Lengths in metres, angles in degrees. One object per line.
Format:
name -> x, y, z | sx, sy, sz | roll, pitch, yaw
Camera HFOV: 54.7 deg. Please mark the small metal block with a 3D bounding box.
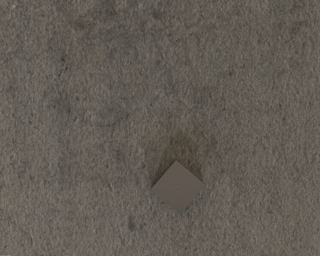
small metal block -> 0.024, 0.076, 0.410 | 0.050, 0.025, 0.050 | 41, 90, -1
